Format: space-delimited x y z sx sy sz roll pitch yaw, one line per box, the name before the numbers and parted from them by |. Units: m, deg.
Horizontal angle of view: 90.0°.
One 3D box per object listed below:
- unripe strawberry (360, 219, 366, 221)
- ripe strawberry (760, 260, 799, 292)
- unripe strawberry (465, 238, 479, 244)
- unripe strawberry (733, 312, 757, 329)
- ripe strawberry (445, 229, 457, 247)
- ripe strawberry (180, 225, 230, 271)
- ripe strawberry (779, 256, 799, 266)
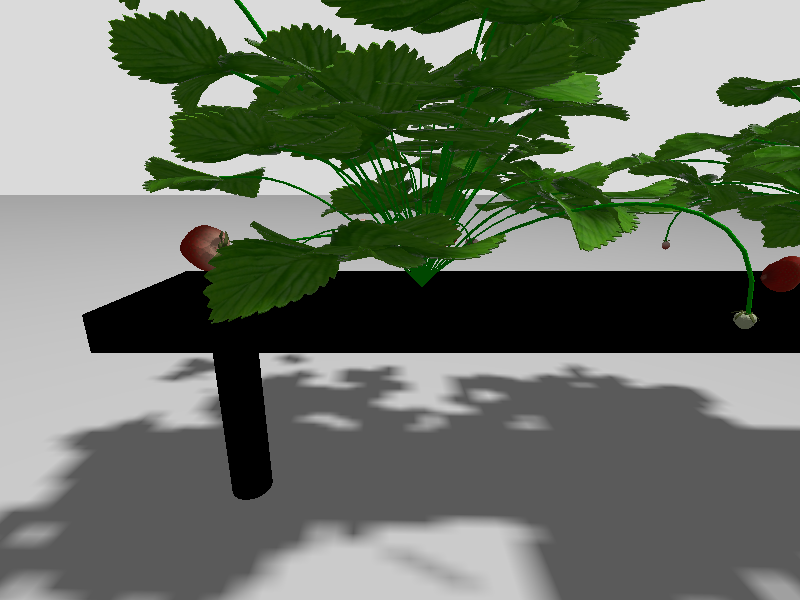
unripe strawberry | -0.059 -0.110 0.634 0.034 0.036 0.037 -4 16 -14
ripe strawberry | 0.323 -0.020 0.342 0.029 0.028 0.026 -4 17 -6
unripe strawberry | 0.097 -0.073 0.532 0.020 0.018 0.018 7 -8 22
unripe strawberry | 0.194 0.012 0.226 0.010 0.010 0.009 13 21 36
ripe strawberry | 0.066 -0.095 0.578 0.039 0.035 0.036 3 16 11
ripe strawberry | -0.210 -0.055 0.427 0.051 0.049 0.047 5 17 17
ripe strawberry | 0.355 -0.028 0.366 0.028 0.024 0.028 1 16 4
